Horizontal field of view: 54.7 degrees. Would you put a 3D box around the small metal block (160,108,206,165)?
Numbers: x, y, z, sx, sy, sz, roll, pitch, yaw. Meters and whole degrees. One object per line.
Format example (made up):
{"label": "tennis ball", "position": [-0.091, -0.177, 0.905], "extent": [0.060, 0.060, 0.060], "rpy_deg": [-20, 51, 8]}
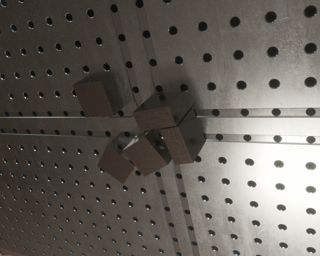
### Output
{"label": "small metal block", "position": [0.030, 0.010, 0.384], "extent": [0.025, 0.050, 0.050], "rpy_deg": [-11, 113, 32]}

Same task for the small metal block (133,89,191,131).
{"label": "small metal block", "position": [0.003, -0.022, 0.378], "extent": [0.050, 0.050, 0.025], "rpy_deg": [-7, 115, 31]}

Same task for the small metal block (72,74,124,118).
{"label": "small metal block", "position": [-0.085, -0.044, 0.427], "extent": [0.050, 0.025, 0.050], "rpy_deg": [-3, 117, 29]}

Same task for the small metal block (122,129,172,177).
{"label": "small metal block", "position": [-0.016, 0.035, 0.440], "extent": [0.050, 0.025, 0.050], "rpy_deg": [-32, 101, 38]}

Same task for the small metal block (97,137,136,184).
{"label": "small metal block", "position": [-0.062, 0.050, 0.473], "extent": [0.050, 0.025, 0.050], "rpy_deg": [35, 129, 4]}
